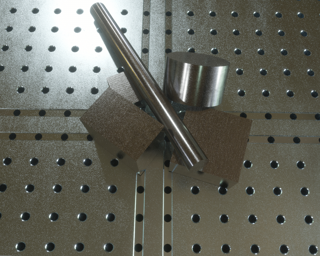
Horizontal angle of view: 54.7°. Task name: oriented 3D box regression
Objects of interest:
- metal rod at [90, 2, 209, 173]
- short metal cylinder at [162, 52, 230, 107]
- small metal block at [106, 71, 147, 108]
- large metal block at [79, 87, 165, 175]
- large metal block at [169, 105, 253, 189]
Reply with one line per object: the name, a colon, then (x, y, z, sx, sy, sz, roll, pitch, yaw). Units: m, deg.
metal rod: (-0.027, -0.071, 0.405, 0.025, 0.025, 0.299, -26, 61, -10)
short metal cylinder: (0.045, -0.065, 0.400, 0.080, 0.080, 0.050, 8, 114, 2)
small metal block: (-0.040, -0.052, 0.431, 0.050, 0.025, 0.050, -23, 72, -9)
large metal block: (-0.042, 0.007, 0.379, 0.080, 0.080, 0.050, 35, 74, 11)
large metal block: (0.062, 0.023, 0.390, 0.080, 0.050, 0.080, 17, 71, 5)
